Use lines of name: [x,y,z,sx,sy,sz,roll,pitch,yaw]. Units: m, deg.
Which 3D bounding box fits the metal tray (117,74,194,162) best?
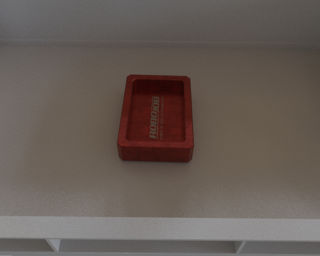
metal tray: [-0.004,-0.017,0.412,0.091,0.030,0.130,2,50,0]
